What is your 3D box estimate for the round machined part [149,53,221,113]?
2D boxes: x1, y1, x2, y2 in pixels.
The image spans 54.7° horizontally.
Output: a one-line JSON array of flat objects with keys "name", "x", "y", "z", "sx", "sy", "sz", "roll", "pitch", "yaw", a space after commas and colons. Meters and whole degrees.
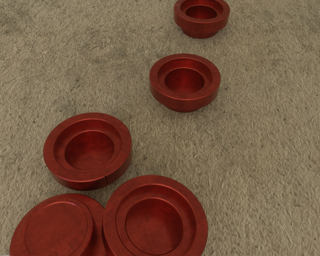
[{"name": "round machined part", "x": 0.034, "y": -0.060, "z": 0.443, "sx": 0.099, "sy": 0.042, "sz": 0.098, "roll": 0, "pitch": 50, "yaw": 0}]

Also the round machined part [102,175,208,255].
[{"name": "round machined part", "x": -0.007, "y": 0.098, "z": 0.301, "sx": 0.099, "sy": 0.042, "sz": 0.098, "roll": 8, "pitch": 49, "yaw": -10}]

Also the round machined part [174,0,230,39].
[{"name": "round machined part", "x": 0.074, "y": -0.198, "z": 0.559, "sx": 0.099, "sy": 0.042, "sz": 0.098, "roll": 0, "pitch": 50, "yaw": 0}]

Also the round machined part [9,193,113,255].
[{"name": "round machined part", "x": -0.096, "y": 0.107, "z": 0.301, "sx": 0.099, "sy": 0.042, "sz": 0.098, "roll": 0, "pitch": 50, "yaw": 0}]

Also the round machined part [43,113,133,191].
[{"name": "round machined part", "x": -0.081, "y": 0.031, "z": 0.365, "sx": 0.099, "sy": 0.042, "sz": 0.098, "roll": 0, "pitch": 50, "yaw": 0}]
